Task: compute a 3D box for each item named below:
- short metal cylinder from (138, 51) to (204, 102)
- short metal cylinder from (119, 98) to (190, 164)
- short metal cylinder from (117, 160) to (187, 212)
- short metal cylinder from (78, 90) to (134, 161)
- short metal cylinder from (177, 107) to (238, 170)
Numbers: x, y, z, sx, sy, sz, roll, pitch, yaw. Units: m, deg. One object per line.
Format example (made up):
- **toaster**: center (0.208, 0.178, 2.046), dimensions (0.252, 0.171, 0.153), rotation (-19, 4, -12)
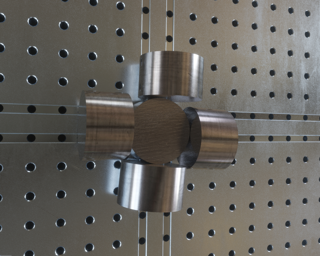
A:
- **short metal cylinder**: center (0.014, -0.061, 0.388), dimensions (0.081, 0.080, 0.050), rotation (3, 89, -20)
- **short metal cylinder**: center (-0.009, 0.004, 0.396), dimensions (0.081, 0.050, 0.080), rotation (0, 90, -21)
- **short metal cylinder**: center (-0.010, 0.068, 0.378), dimensions (0.081, 0.080, 0.050), rotation (6, 88, -20)
- **short metal cylinder**: center (-0.065, -0.002, 0.359), dimensions (0.050, 0.080, 0.080), rotation (2, 90, -21)
- **short metal cylinder**: center (0.058, 0.014, 0.405), dimensions (0.050, 0.080, 0.080), rotation (4, 89, -20)
